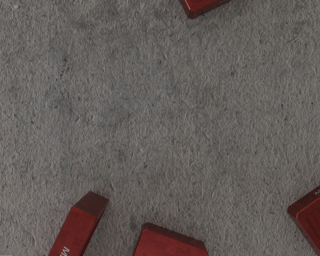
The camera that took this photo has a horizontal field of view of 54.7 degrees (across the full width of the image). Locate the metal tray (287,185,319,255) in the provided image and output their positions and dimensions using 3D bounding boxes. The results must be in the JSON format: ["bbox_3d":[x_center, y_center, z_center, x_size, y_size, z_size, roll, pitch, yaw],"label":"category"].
[{"bbox_3d":[0.250,0.111,0.409,0.130,0.030,0.090,-35,90,0],"label":"metal tray"}]

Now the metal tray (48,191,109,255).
[{"bbox_3d":[-0.109,0.149,0.376,0.030,0.090,0.129,26,90,0],"label":"metal tray"}]

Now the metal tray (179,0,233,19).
[{"bbox_3d":[0.079,-0.214,0.407,0.131,0.030,0.090,-26,90,0],"label":"metal tray"}]

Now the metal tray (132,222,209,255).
[{"bbox_3d":[-0.001,0.202,0.407,0.090,0.030,0.129,20,90,0],"label":"metal tray"}]
